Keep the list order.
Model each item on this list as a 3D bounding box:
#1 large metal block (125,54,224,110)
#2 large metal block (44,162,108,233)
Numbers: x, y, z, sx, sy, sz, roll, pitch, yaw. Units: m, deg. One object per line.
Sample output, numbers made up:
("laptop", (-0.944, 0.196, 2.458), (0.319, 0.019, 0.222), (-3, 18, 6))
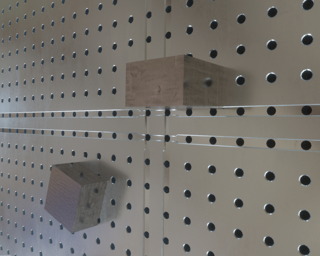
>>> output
("large metal block", (0.018, -0.048, 0.357), (0.080, 0.081, 0.050), (2, 92, 39))
("large metal block", (-0.138, 0.109, 0.504), (0.080, 0.050, 0.079), (23, 104, 37))
